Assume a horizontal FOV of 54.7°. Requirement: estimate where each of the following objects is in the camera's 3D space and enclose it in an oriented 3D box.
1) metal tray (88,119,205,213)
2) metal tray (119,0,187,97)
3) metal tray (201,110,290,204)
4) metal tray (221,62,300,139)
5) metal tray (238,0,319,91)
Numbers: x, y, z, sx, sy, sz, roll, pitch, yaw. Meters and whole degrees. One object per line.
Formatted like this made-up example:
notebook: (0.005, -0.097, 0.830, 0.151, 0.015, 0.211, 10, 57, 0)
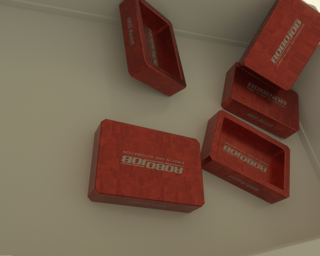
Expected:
metal tray: (-0.013, 0.047, 0.368, 0.131, 0.030, 0.090, 13, 56, -22)
metal tray: (-0.010, -0.119, 0.446, 0.090, 0.030, 0.130, 22, 50, -47)
metal tray: (0.126, 0.041, 0.447, 0.131, 0.030, 0.090, 28, 52, -11)
metal tray: (0.172, -0.047, 0.523, 0.131, 0.030, 0.090, 25, 53, -10)
metal tray: (0.201, -0.137, 0.503, 0.090, 0.030, 0.129, 30, 96, -7)
